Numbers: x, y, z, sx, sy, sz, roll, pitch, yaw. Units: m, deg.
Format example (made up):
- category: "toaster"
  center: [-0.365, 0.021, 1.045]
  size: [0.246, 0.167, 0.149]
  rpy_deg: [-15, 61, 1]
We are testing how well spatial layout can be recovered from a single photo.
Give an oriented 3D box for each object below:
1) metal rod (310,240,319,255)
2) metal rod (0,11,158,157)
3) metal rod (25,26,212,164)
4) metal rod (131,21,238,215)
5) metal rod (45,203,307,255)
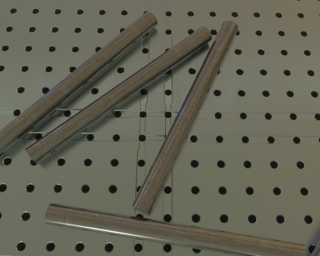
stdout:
- category: "metal rod"
  center: [0.123, 0.227, 0.330]
  size: [0.025, 0.025, 0.301]
  rpy_deg: [38, 74, 12]
- category: "metal rod"
  center: [-0.117, -0.066, 0.434]
  size: [0.025, 0.025, 0.301]
  rpy_deg: [43, 75, 13]
- category: "metal rod"
  center: [-0.047, -0.052, 0.430]
  size: [0.301, 0.025, 0.025]
  rpy_deg: [-37, 75, -13]
- category: "metal rod"
  center: [0.042, -0.027, 0.421]
  size: [0.025, 0.025, 0.300]
  rpy_deg: [25, 72, 8]
- category: "metal rod"
  center: [0.016, 0.125, 0.366]
  size: [0.302, 0.025, 0.025]
  rpy_deg: [9, 70, 2]
